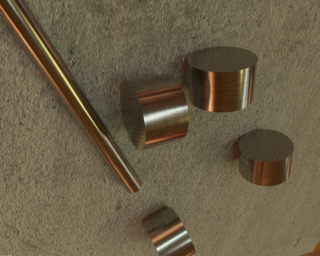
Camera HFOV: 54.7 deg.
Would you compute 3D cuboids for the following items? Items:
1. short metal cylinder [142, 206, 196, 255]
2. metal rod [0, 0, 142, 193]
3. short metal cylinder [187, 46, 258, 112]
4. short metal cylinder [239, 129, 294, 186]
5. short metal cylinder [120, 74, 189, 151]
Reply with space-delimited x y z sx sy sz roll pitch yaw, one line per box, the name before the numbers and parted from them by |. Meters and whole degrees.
short metal cylinder | 0.013 0.171 0.484 0.050 0.080 0.080 -27 128 -12
metal rod | -0.089 -0.023 0.343 0.025 0.025 0.299 -32 129 -7
short metal cylinder | 0.074 -0.061 0.374 0.081 0.080 0.050 -18 126 -18
short metal cylinder | 0.166 0.045 0.490 0.081 0.080 0.050 -21 127 -16
short metal cylinder | -0.008 -0.019 0.355 0.050 0.080 0.079 -14 124 -21
